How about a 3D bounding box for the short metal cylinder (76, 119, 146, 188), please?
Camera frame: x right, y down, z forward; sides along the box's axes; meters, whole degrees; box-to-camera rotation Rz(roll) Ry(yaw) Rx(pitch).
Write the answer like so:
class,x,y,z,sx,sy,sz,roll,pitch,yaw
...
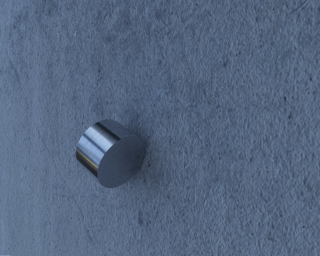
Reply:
class,x,y,z,sx,sy,sz,roll,pitch,yaw
short metal cylinder,-0.066,0.035,0.425,0.050,0.081,0.080,33,110,35
